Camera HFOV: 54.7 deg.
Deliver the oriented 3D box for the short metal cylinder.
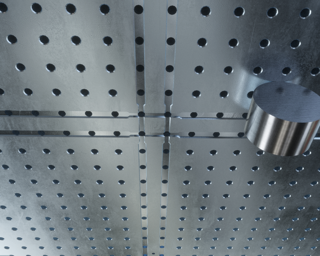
[{"bbox_3d":[0.146,-0.013,0.367,0.081,0.080,0.050,1,130,-2],"label":"short metal cylinder"}]
